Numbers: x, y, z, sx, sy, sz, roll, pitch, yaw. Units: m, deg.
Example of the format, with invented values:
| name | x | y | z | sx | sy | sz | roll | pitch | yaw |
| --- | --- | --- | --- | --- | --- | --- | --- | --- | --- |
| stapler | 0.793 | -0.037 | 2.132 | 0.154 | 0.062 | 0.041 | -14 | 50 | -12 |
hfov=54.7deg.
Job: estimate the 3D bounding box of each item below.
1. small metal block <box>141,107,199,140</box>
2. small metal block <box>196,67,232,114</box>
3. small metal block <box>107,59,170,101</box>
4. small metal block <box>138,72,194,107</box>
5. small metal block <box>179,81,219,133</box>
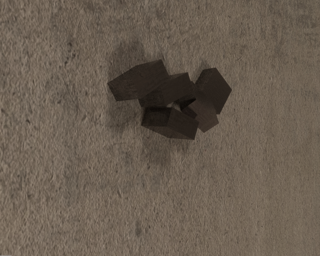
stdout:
| name | x | y | z | sx | sy | sz | roll | pitch | yaw |
| --- | --- | --- | --- | --- | --- | --- | --- | --- | --- |
| small metal block | 0.013 | -0.005 | 0.401 | 0.050 | 0.050 | 0.025 | 25 | 76 | -38 |
| small metal block | 0.078 | -0.055 | 0.473 | 0.050 | 0.025 | 0.050 | 45 | 63 | -31 |
| small metal block | -0.026 | -0.056 | 0.369 | 0.050 | 0.050 | 0.025 | -40 | 115 | -33 |
| small metal block | 0.005 | -0.048 | 0.395 | 0.050 | 0.050 | 0.025 | -31 | 110 | -36 |
| small metal block | 0.052 | -0.029 | 0.425 | 0.050 | 0.025 | 0.050 | 41 | 26 | -28 |
